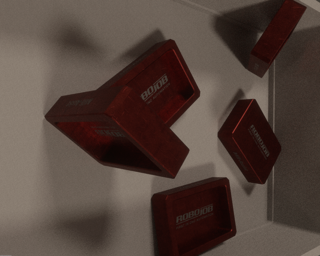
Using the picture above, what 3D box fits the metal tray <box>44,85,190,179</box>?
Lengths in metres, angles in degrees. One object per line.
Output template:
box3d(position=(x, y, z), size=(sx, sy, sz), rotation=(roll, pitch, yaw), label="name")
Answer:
box3d(position=(-0.046, 0.005, 0.301), size=(0.090, 0.130, 0.030), rotation=(46, 62, -31), label="metal tray")

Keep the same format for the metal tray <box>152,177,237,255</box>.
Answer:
box3d(position=(0.053, 0.126, 0.443), size=(0.131, 0.030, 0.089), rotation=(-6, 87, -40), label="metal tray")

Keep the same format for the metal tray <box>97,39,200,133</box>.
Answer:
box3d(position=(-0.011, -0.043, 0.395), size=(0.131, 0.030, 0.090), rotation=(-46, 118, -31), label="metal tray")

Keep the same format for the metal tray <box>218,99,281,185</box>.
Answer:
box3d(position=(0.161, 0.025, 0.541), size=(0.130, 0.030, 0.090), rotation=(52, 59, -28), label="metal tray")

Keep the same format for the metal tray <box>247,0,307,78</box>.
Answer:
box3d(position=(0.177, -0.134, 0.485), size=(0.090, 0.030, 0.130), rotation=(-57, 168, 7), label="metal tray")
